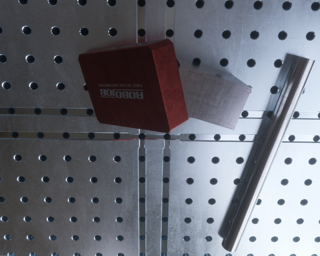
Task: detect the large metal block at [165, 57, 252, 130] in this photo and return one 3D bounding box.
[{"bbox_3d":[0.051,-0.044,0.368,0.080,0.080,0.050,17,108,-7],"label":"large metal block"}]

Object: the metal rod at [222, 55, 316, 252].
[{"bbox_3d":[0.144,0.049,0.433,0.025,0.025,0.298,13,110,-5],"label":"metal rod"}]

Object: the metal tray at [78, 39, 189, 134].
[{"bbox_3d":[-0.034,-0.046,0.349,0.130,0.030,0.089,8,119,44],"label":"metal tray"}]
